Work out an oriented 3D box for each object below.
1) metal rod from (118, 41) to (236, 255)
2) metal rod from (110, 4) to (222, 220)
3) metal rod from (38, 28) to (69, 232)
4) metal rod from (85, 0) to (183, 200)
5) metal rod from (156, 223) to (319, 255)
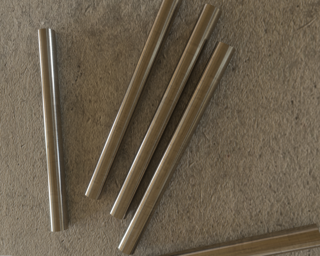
[{"bbox_3d":[0.018,0.032,0.402,0.025,0.025,0.298,28,99,17],"label":"metal rod"},{"bbox_3d":[0.004,-0.015,0.407,0.025,0.025,0.298,27,99,18],"label":"metal rod"},{"bbox_3d":[-0.160,0.002,0.465,0.025,0.025,0.298,-5,88,20],"label":"metal rod"},{"bbox_3d":[-0.038,-0.040,0.422,0.025,0.025,0.298,26,98,18],"label":"metal rod"},{"bbox_3d":[0.044,0.166,0.393,0.300,0.025,0.025,-19,84,18],"label":"metal rod"}]
